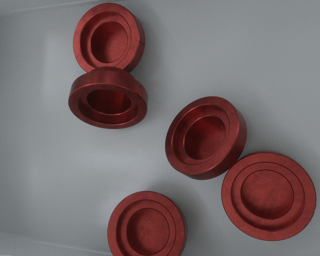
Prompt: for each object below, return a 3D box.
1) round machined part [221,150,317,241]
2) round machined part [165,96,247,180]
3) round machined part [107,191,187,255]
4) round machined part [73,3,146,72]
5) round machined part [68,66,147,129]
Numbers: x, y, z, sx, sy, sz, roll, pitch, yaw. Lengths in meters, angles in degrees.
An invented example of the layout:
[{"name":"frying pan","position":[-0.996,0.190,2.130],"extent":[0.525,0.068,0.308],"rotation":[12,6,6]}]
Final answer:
[{"name":"round machined part","position":[0.123,0.074,0.357],"extent":[0.098,0.042,0.097],"rotation":[0,91,18]},{"name":"round machined part","position":[0.057,0.015,0.365],"extent":[0.098,0.042,0.098],"rotation":[-23,50,31]},{"name":"round machined part","position":[-0.013,0.132,0.396],"extent":[0.098,0.042,0.098],"rotation":[-4,73,13]},{"name":"round machined part","position":[-0.065,-0.115,0.423],"extent":[0.098,0.042,0.097],"rotation":[0,90,19]},{"name":"round machined part","position":[-0.065,-0.042,0.402],"extent":[0.098,0.098,0.042],"rotation":[-12,55,19]}]
